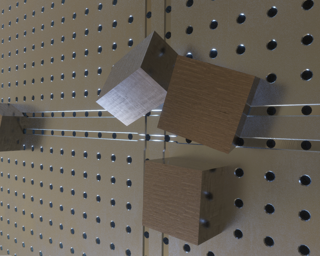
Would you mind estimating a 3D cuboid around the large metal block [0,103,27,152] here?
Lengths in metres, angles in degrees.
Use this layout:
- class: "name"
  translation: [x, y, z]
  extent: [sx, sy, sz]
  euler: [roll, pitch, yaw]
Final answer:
- class: "large metal block"
  translation: [-0.338, -0.003, 0.667]
  extent: [0.080, 0.050, 0.079]
  euler: [29, 108, 36]

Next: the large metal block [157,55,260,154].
- class: "large metal block"
  translation: [0.053, -0.027, 0.334]
  extent: [0.080, 0.050, 0.079]
  euler: [20, 103, 20]

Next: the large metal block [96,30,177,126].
- class: "large metal block"
  translation: [-0.024, -0.061, 0.385]
  extent: [0.080, 0.050, 0.080]
  euler: [-30, 32, 36]

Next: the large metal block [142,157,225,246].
- class: "large metal block"
  translation: [0.027, 0.081, 0.369]
  extent: [0.080, 0.050, 0.079]
  euler: [5, 93, 39]
